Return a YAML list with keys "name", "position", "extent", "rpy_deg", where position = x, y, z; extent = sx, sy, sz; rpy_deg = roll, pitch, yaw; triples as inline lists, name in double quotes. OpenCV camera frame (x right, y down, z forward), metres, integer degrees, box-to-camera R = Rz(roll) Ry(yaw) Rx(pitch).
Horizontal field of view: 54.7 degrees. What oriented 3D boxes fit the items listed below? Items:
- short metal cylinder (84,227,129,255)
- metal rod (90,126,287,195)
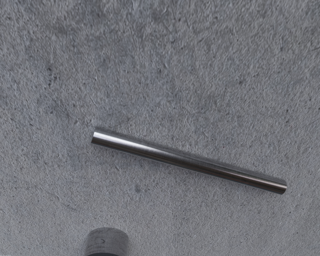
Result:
- name: "short metal cylinder"
  position: [-0.101, 0.233, 0.588]
  extent: [0.081, 0.050, 0.079]
  rpy_deg: [0, 130, 0]
- name: "metal rod"
  position: [0.051, 0.051, 0.450]
  extent: [0.302, 0.025, 0.025]
  rpy_deg: [17, 128, -14]
